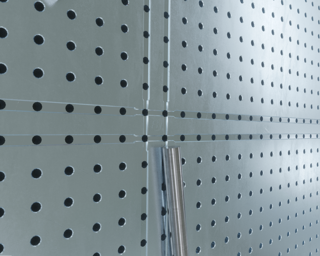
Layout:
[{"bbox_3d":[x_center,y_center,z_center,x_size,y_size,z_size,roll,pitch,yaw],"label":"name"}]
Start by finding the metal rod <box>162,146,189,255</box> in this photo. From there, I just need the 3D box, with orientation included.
[{"bbox_3d":[0.028,0.174,0.435,0.025,0.025,0.298,-9,96,-40],"label":"metal rod"}]
